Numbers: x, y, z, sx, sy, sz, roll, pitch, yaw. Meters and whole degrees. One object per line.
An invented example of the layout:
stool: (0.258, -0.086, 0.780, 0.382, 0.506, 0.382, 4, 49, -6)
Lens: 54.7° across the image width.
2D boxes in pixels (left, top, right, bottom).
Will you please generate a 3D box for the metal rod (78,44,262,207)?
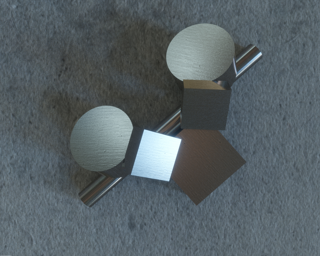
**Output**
metal rod: (0.014, -0.003, 0.411, 0.300, 0.025, 0.025, -41, 91, -1)

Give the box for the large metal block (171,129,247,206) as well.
large metal block: (0.048, 0.037, 0.398, 0.080, 0.050, 0.080, -41, 91, 0)

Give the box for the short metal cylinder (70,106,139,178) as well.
short metal cylinder: (-0.062, 0.018, 0.384, 0.080, 0.050, 0.080, -5, 71, 14)

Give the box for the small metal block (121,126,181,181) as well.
small metal block: (-0.010, 0.029, 0.349, 0.050, 0.025, 0.050, 16, 90, -33)

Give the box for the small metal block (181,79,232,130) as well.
small metal block: (0.050, -0.026, 0.349, 0.050, 0.025, 0.050, 2, 121, -1)

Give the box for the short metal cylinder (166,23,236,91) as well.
short metal cylinder: (0.053, -0.081, 0.384, 0.080, 0.050, 0.080, -5, 71, 14)
